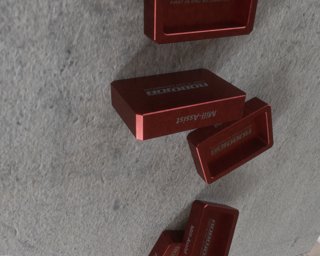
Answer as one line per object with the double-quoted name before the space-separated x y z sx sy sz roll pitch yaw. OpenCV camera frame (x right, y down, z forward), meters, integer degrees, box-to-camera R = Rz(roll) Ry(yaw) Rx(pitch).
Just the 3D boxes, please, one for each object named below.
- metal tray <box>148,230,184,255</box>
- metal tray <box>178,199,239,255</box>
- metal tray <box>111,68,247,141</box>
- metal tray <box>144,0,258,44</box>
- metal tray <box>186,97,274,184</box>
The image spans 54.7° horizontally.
"metal tray" 0.020 0.248 0.569 0.091 0.030 0.129 15 110 -35
"metal tray" 0.084 0.197 0.540 0.091 0.030 0.129 19 85 -35
"metal tray" 0.019 -0.033 0.356 0.131 0.090 0.030 -12 124 -22
"metal tray" 0.048 -0.146 0.340 0.131 0.030 0.089 -13 124 -22
"metal tray" 0.112 0.020 0.479 0.131 0.030 0.090 -28 129 -11
